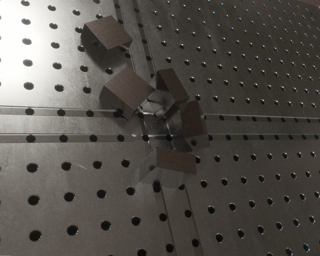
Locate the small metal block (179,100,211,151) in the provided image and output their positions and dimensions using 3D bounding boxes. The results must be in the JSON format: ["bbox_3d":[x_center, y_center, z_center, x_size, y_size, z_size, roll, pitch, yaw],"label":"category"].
[{"bbox_3d":[0.047,-0.002,0.418,0.025,0.050,0.050,-14,64,13],"label":"small metal block"}]

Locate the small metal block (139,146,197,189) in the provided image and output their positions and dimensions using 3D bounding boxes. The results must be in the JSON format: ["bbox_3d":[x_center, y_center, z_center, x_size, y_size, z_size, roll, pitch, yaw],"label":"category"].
[{"bbox_3d":[0.008,0.049,0.368,0.050,0.050,0.025,14,56,-21],"label":"small metal block"}]

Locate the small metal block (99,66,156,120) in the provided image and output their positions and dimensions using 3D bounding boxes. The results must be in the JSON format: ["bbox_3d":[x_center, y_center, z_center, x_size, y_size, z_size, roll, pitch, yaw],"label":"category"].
[{"bbox_3d":[-0.043,-0.047,0.413,0.050,0.025,0.050,40,52,0],"label":"small metal block"}]

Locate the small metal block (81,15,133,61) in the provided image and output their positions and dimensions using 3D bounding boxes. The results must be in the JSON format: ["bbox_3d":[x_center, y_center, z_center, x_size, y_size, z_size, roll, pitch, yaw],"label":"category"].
[{"bbox_3d":[-0.077,-0.131,0.448,0.050,0.025,0.050,49,51,6],"label":"small metal block"}]

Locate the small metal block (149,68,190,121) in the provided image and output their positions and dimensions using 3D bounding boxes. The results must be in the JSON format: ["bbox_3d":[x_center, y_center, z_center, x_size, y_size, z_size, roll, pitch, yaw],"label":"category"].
[{"bbox_3d":[0.008,-0.046,0.426,0.025,0.050,0.050,-16,70,-35],"label":"small metal block"}]
